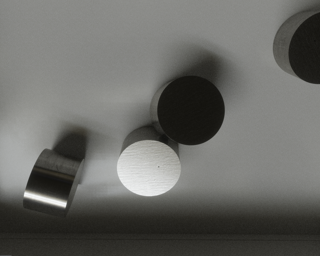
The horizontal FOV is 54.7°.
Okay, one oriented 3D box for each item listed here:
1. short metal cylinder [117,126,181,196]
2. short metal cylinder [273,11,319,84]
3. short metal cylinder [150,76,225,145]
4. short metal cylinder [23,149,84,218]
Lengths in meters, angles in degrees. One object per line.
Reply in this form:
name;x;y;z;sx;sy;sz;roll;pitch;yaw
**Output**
short metal cylinder;-0.014;0.043;0.414;0.081;0.050;0.079;0;110;0
short metal cylinder;0.182;-0.096;0.365;0.081;0.050;0.079;0;110;-1
short metal cylinder;0.031;-0.021;0.377;0.081;0.050;0.079;-1;93;-12
short metal cylinder;-0.137;0.072;0.407;0.050;0.080;0.079;17;109;-7
